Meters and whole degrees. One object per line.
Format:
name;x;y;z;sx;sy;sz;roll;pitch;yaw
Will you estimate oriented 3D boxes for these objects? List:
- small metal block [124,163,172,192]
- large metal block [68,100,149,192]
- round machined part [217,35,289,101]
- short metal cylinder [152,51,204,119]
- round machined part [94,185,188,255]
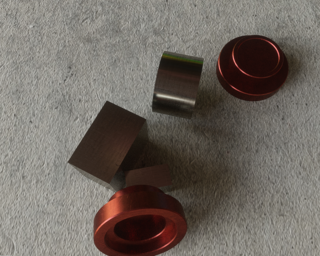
small metal block;-0.013;0.065;0.371;0.050;0.050;0.025;-10;70;-4
large metal block;-0.056;0.026;0.369;0.050;0.080;0.080;26;72;9
round machined part;0.132;-0.090;0.434;0.099;0.042;0.098;0;70;-1
short metal cylinder;0.023;-0.055;0.399;0.050;0.080;0.080;12;71;4
round machined part;-0.022;0.100;0.340;0.099;0.097;0.042;-10;41;-4
